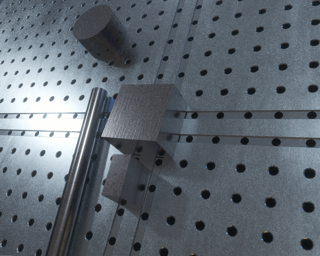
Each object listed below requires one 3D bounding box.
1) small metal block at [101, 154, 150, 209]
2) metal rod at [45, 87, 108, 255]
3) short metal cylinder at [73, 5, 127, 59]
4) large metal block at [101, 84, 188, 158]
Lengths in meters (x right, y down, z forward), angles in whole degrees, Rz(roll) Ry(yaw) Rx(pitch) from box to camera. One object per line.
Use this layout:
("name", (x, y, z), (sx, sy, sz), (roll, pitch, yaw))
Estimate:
("small metal block", (-0.039, 0.065, 0.372), (0.025, 0.050, 0.050), (-1, 61, 27))
("metal rod", (-0.115, 0.074, 0.421), (0.025, 0.025, 0.299), (-6, 59, 25))
("short metal cylinder", (-0.107, -0.171, 0.551), (0.080, 0.050, 0.080), (-13, 56, 20))
("large metal block", (-0.018, -0.010, 0.407), (0.080, 0.050, 0.080), (4, 63, 29))
